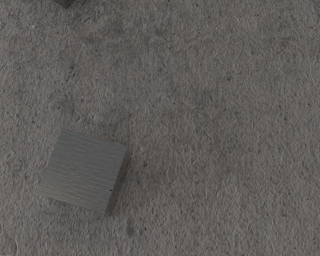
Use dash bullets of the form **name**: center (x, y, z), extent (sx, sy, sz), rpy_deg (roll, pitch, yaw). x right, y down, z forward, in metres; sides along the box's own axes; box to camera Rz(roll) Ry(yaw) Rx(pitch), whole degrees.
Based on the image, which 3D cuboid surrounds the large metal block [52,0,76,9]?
- **large metal block**: center (-0.157, -0.248, 0.484), extent (0.080, 0.050, 0.080), rpy_deg (34, 74, 11)

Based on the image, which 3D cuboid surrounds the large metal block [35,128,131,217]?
- **large metal block**: center (-0.087, 0.055, 0.374), extent (0.080, 0.050, 0.080), rpy_deg (15, 71, 5)
